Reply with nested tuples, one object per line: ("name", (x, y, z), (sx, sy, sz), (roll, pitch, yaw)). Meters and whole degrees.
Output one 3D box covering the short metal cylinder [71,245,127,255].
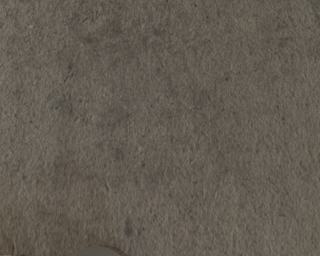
("short metal cylinder", (-0.067, 0.169, 0.332), (0.081, 0.050, 0.080), (0, 70, 0))
